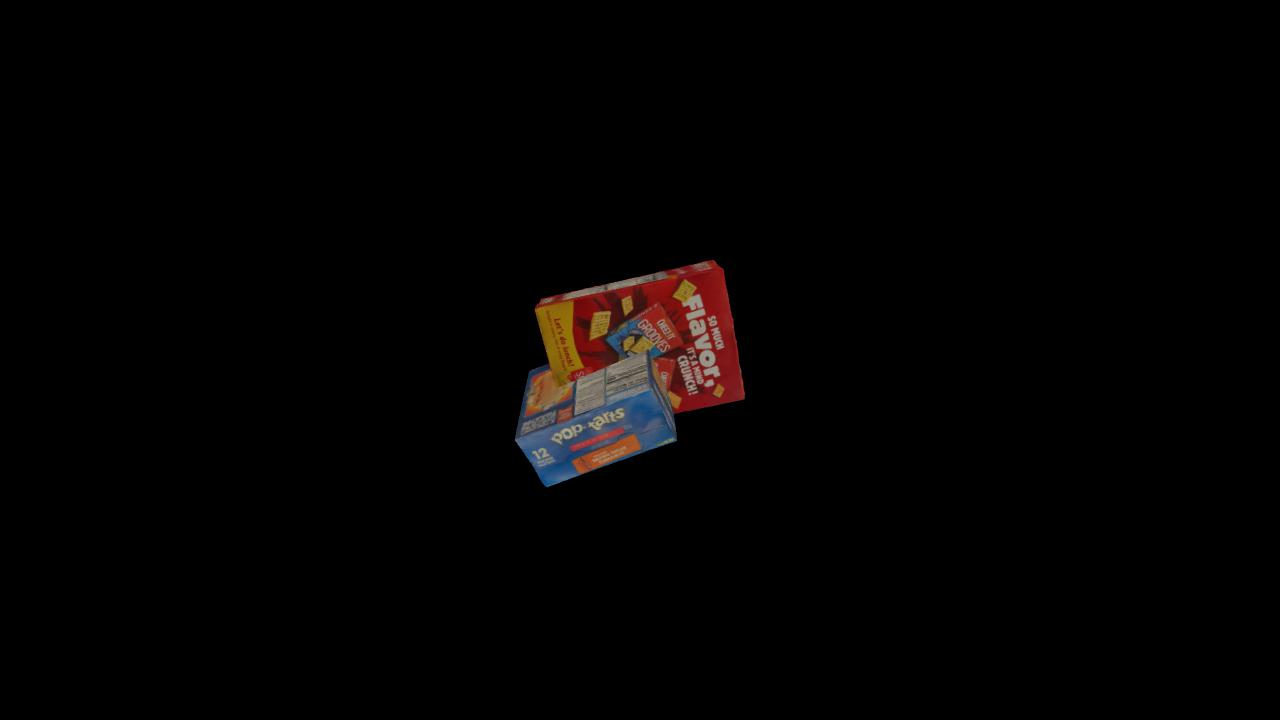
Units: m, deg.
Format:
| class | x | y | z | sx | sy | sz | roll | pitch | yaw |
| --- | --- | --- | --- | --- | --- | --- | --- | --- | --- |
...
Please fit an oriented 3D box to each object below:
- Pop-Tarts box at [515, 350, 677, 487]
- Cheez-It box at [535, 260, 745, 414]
| class | x | y | z | sx | sy | sz | roll | pitch | yaw |
| --- | --- | --- | --- | --- | --- | --- | --- | --- | --- |
| Pop-Tarts box | -0.050 | 0.052 | 0.735 | 0.167 | 0.083 | 0.141 | -22 | 30 | 11 |
| Cheez-It box | 0.003 | -0.015 | 0.743 | 0.223 | 0.166 | 0.071 | -12 | 18 | 2 |
